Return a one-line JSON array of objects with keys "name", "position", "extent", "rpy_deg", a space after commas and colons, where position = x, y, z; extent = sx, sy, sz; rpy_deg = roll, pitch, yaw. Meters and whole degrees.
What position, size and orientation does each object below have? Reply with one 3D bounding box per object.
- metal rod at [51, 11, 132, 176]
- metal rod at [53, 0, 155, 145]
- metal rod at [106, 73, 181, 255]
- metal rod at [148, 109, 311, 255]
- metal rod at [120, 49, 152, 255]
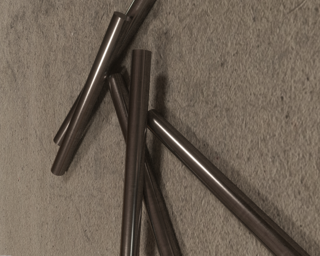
[{"name": "metal rod", "position": [-0.115, -0.035, 0.478], "extent": [0.025, 0.025, 0.298], "rpy_deg": [49, 124, 28]}, {"name": "metal rod", "position": [-0.094, -0.081, 0.479], "extent": [0.298, 0.025, 0.025], "rpy_deg": [-52, 60, 27]}, {"name": "metal rod", "position": [-0.021, 0.062, 0.420], "extent": [0.025, 0.025, 0.299], "rpy_deg": [-30, 72, 36]}, {"name": "metal rod", "position": [0.078, 0.075, 0.338], "extent": [0.300, 0.025, 0.025], "rpy_deg": [44, 117, 30]}, {"name": "metal rod", "position": [-0.032, 0.053, 0.395], "extent": [0.025, 0.025, 0.298], "rpy_deg": [6, 94, 39]}]
